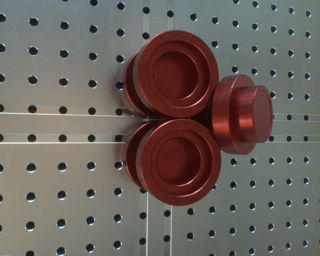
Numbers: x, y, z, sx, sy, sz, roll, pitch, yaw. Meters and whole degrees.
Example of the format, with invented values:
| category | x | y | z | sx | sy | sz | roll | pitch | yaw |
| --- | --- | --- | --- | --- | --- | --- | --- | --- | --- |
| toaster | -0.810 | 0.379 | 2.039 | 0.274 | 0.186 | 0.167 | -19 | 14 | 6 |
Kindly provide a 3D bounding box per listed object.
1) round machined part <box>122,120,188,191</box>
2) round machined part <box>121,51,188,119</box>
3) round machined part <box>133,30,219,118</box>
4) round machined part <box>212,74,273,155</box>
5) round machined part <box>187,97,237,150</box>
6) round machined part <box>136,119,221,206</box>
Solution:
| category | x | y | z | sx | sy | sz | roll | pitch | yaw |
| --- | --- | --- | --- | --- | --- | --- | --- | --- | --- |
| round machined part | 0.003 | 0.038 | 0.405 | 0.099 | 0.042 | 0.097 | 0 | 90 | -20 |
| round machined part | 0.002 | -0.060 | 0.405 | 0.099 | 0.042 | 0.097 | 0 | 90 | -20 |
| round machined part | 0.015 | -0.060 | 0.364 | 0.099 | 0.042 | 0.097 | 0 | 90 | -20 |
| round machined part | 0.105 | -0.016 | 0.374 | 0.099 | 0.042 | 0.097 | 1 | 89 | -52 |
| round machined part | 0.087 | -0.017 | 0.435 | 0.099 | 0.042 | 0.097 | 0 | 90 | -20 |
| round machined part | 0.019 | 0.038 | 0.365 | 0.099 | 0.042 | 0.097 | 0 | 90 | -20 |
